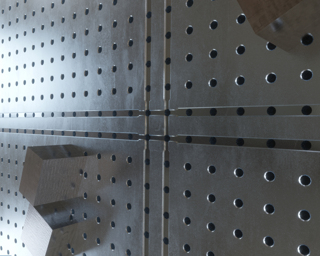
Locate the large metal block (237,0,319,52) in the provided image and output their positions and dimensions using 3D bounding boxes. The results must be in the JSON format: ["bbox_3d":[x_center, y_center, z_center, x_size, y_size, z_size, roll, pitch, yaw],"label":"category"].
[{"bbox_3d":[0.108,-0.124,0.284,0.050,0.081,0.080,-33,70,35],"label":"large metal block"}]

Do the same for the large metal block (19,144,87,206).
[{"bbox_3d":[-0.178,0.075,0.517,0.050,0.081,0.079,27,107,36],"label":"large metal block"}]

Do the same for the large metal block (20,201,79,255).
[{"bbox_3d":[-0.199,0.184,0.554,0.080,0.050,0.079,31,109,35],"label":"large metal block"}]
